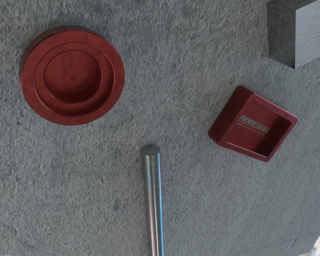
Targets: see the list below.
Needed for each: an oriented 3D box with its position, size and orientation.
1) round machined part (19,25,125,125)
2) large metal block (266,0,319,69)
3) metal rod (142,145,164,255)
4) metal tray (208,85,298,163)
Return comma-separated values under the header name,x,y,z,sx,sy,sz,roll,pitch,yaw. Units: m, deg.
name,x,y,z,sx,sy,sz,roll,pitch,yaw
round machined part,-0.089,-0.055,0.314,0.099,0.042,0.097,-14,125,-21
large metal block,0.194,-0.138,0.414,0.080,0.050,0.080,-27,128,-12
metal rod,-0.007,0.155,0.500,0.025,0.025,0.298,-16,125,-20
metal tray,0.148,-0.002,0.485,0.131,0.030,0.090,20,108,-36
